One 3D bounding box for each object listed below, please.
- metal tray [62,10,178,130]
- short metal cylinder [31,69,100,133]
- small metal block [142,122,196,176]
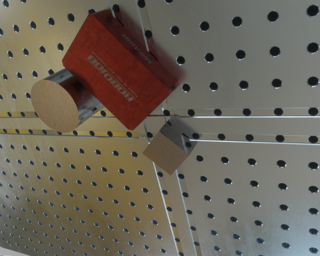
[{"bbox_3d":[-0.053,-0.070,0.393,0.130,0.030,0.090,45,129,-4],"label":"metal tray"},{"bbox_3d":[-0.134,-0.040,0.441,0.080,0.050,0.079,13,124,21],"label":"short metal cylinder"},{"bbox_3d":[0.012,0.029,0.423,0.050,0.025,0.050,38,129,2],"label":"small metal block"}]
